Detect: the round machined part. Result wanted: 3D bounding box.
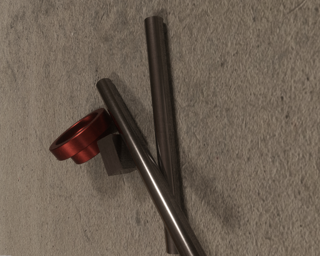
[{"bbox_3d":[-0.109,0.016,0.458,0.098,0.098,0.042,-21,113,37],"label":"round machined part"}]

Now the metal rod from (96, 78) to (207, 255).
[{"bbox_3d":[-0.021,0.041,0.392,0.025,0.025,0.299,-51,52,28],"label":"metal rod"}]

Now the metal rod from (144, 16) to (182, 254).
[{"bbox_3d":[0.006,0.005,0.398,0.025,0.025,0.298,-9,84,39],"label":"metal rod"}]

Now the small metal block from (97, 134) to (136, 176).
[{"bbox_3d":[-0.055,0.037,0.428,0.025,0.050,0.050,-28,75,24],"label":"small metal block"}]
